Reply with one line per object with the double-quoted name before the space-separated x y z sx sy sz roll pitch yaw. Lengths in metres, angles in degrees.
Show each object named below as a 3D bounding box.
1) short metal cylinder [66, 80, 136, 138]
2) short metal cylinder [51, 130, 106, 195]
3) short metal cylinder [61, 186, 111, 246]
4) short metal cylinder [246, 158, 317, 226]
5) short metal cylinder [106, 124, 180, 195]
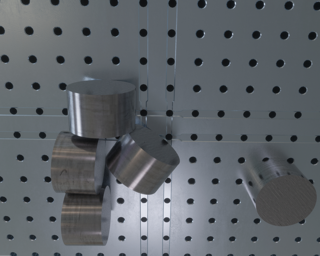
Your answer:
"short metal cylinder" -0.070 -0.026 0.374 0.081 0.080 0.050 2 110 -1
"short metal cylinder" -0.102 0.044 0.399 0.050 0.080 0.079 3 110 -1
"short metal cylinder" -0.099 0.120 0.427 0.050 0.080 0.079 0 110 0
"short metal cylinder" 0.168 0.089 0.434 0.081 0.050 0.079 0 110 0
"short metal cylinder" -0.022 0.039 0.398 0.080 0.080 0.050 33 107 -12
